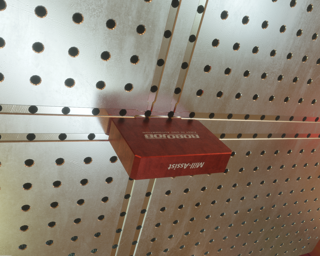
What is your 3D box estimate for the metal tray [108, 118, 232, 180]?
[{"bbox_3d":[0.012,0.022,0.388,0.131,0.090,0.030,0,119,-28],"label":"metal tray"}]
